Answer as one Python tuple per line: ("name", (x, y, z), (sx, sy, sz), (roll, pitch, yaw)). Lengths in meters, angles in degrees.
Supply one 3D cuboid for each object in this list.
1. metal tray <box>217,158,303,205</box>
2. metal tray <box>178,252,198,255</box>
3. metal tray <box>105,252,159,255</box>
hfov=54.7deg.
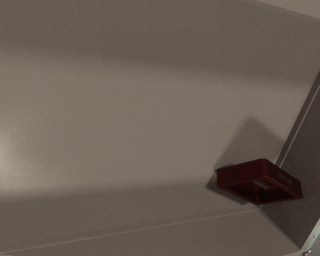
("metal tray", (0.169, 0.095, 0.524), (0.090, 0.030, 0.131), (-22, 141, 39))
("metal tray", (0.013, 0.295, 0.600), (0.131, 0.030, 0.089), (-1, 119, -28))
("metal tray", (-0.067, 0.249, 0.504), (0.131, 0.030, 0.089), (0, 119, -11))
